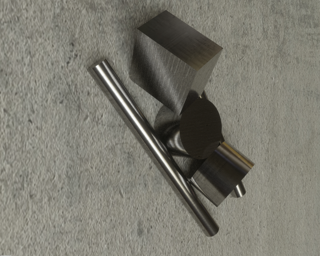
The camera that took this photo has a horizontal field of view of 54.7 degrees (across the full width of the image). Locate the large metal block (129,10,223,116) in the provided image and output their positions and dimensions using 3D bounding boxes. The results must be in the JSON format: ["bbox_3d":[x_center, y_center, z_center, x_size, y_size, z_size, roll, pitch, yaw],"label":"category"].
[{"bbox_3d":[0.015,-0.074,0.362,0.080,0.080,0.050,38,58,13],"label":"large metal block"}]

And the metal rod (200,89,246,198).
[{"bbox_3d":[0.069,-0.018,0.463,0.025,0.025,0.299,-40,114,-33],"label":"metal rod"}]

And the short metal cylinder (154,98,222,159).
[{"bbox_3d":[0.039,0.001,0.422,0.081,0.050,0.080,0,90,-40],"label":"short metal cylinder"}]

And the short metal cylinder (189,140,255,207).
[{"bbox_3d":[0.087,0.064,0.435,0.050,0.080,0.080,41,55,15],"label":"short metal cylinder"}]

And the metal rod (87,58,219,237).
[{"bbox_3d":[0.004,0.042,0.408,0.025,0.025,0.299,-48,119,-29],"label":"metal rod"}]
